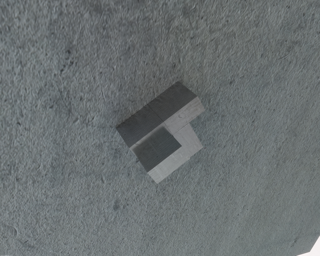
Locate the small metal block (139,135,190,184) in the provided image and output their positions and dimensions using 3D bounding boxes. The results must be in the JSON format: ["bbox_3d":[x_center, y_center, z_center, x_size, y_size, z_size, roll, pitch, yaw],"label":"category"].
[{"bbox_3d":[0.000,0.032,0.381,0.050,0.050,0.025,-37,130,-4],"label":"small metal block"}]

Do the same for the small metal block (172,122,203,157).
[{"bbox_3d":[0.026,0.005,0.411,0.025,0.050,0.050,-37,130,-4],"label":"small metal block"}]

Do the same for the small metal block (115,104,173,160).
[{"bbox_3d":[-0.021,0.004,0.384,0.050,0.050,0.025,-37,130,-4],"label":"small metal block"}]

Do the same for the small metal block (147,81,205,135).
[{"bbox_3d":[0.019,-0.026,0.387,0.050,0.050,0.025,-37,130,-4],"label":"small metal block"}]

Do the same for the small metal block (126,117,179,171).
[{"bbox_3d":[-0.009,0.022,0.418,0.050,0.025,0.050,-37,130,-4],"label":"small metal block"}]
